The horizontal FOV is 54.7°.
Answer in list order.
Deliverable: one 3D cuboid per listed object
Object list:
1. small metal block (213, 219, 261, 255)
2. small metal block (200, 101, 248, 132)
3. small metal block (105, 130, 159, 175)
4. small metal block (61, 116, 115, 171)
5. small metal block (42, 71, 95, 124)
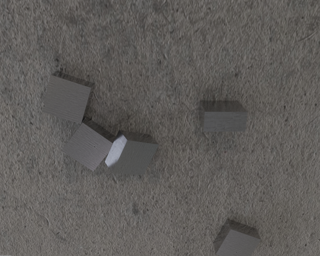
[{"bbox_3d":[0.117,0.174,0.475,0.050,0.025,0.050,21,109,-8],"label":"small metal block"},{"bbox_3d":[0.078,-0.016,0.391,0.050,0.050,0.025,0,110,0],"label":"small metal block"},{"bbox_3d":[-0.037,0.033,0.409,0.050,0.025,0.050,11,114,-39],"label":"small metal block"},{"bbox_3d":[-0.094,0.022,0.417,0.050,0.025,0.050,37,106,-13],"label":"small metal block"},{"bbox_3d":[-0.116,-0.039,0.394,0.050,0.025,0.050,18,109,-7],"label":"small metal block"}]
